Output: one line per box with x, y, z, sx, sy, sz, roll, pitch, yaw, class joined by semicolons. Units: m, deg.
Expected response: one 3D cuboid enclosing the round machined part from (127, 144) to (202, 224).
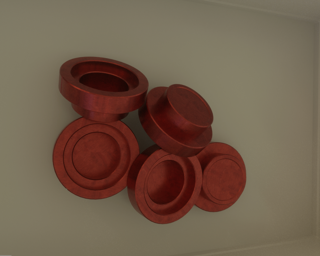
0.002;0.066;0.389;0.099;0.042;0.097;-5;99;-33;round machined part

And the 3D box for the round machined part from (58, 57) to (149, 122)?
-0.066;-0.042;0.357;0.099;0.098;0.042;3;125;-20;round machined part

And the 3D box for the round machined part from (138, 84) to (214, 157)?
0.026;-0.016;0.381;0.099;0.042;0.098;24;40;-22;round machined part

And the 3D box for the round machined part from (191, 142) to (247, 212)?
0.079;0.068;0.430;0.099;0.042;0.097;0;90;-21;round machined part

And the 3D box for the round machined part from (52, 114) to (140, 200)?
-0.077;0.033;0.371;0.099;0.042;0.097;0;90;-21;round machined part
